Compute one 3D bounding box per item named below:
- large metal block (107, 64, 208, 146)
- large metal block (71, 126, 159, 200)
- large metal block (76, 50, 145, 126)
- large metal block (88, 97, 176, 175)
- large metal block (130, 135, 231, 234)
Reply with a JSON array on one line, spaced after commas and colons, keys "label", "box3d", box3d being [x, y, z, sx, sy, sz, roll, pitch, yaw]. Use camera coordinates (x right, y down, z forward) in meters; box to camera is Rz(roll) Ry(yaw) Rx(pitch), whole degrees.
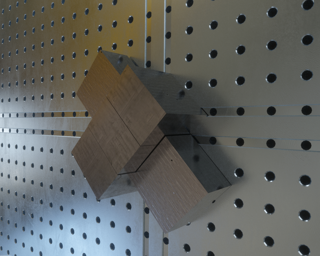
[{"label": "large metal block", "box3d": [-0.003, -0.027, 0.375, 0.050, 0.081, 0.080, -52, 60, 27]}, {"label": "large metal block", "box3d": [-0.059, 0.044, 0.420, 0.050, 0.081, 0.080, -52, 60, 27]}, {"label": "large metal block", "box3d": [-0.064, -0.051, 0.440, 0.080, 0.050, 0.080, 52, 121, 27]}, {"label": "large metal block", "box3d": [-0.031, 0.008, 0.398, 0.050, 0.081, 0.080, -52, 60, 27]}, {"label": "large metal block", "box3d": [0.022, 0.065, 0.373, 0.080, 0.050, 0.080, -52, 60, 28]}]
